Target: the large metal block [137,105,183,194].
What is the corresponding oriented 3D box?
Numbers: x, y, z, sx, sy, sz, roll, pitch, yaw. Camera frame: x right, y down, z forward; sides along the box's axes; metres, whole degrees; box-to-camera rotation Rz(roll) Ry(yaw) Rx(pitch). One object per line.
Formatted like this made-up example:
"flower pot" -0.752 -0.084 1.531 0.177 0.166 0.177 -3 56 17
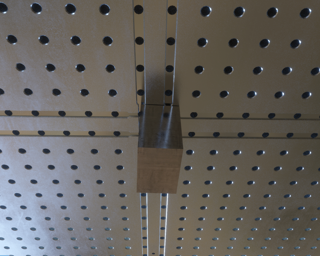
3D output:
"large metal block" -0.002 0.027 0.397 0.050 0.080 0.079 3 130 -3
